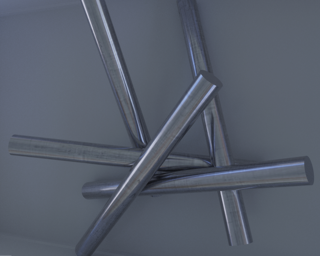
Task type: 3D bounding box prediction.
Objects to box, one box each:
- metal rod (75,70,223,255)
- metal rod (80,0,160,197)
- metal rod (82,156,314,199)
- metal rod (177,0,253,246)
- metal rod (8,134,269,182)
[{"bbox_3d":[-0.029,0.061,0.352,0.025,0.025,0.298,43,120,14],"label":"metal rod"},{"bbox_3d":[-0.044,-0.049,0.363,0.025,0.025,0.298,-10,111,19],"label":"metal rod"},{"bbox_3d":[0.012,0.063,0.354,0.300,0.025,0.025,-13,86,38],"label":"metal rod"},{"bbox_3d":[0.059,-0.022,0.359,0.025,0.025,0.299,-15,74,19],"label":"metal rod"},{"bbox_3d":[-0.023,0.036,0.367,0.302,0.025,0.025,6,92,0],"label":"metal rod"}]
